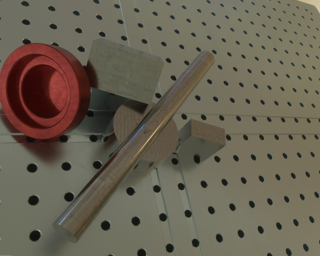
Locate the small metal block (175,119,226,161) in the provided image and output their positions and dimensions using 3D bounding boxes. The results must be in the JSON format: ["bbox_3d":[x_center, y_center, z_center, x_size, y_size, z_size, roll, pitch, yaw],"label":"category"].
[{"bbox_3d":[0.051,0.017,0.411,0.050,0.050,0.025,16,55,-20],"label":"small metal block"}]

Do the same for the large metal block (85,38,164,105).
[{"bbox_3d":[-0.043,-0.072,0.382,0.081,0.050,0.080,16,16,-8],"label":"large metal block"}]

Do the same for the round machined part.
[{"bbox_3d":[-0.118,-0.039,0.333,0.098,0.098,0.042,48,19,5],"label":"round machined part"}]

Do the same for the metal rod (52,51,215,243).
[{"bbox_3d":[-0.005,-0.007,0.346,0.025,0.025,0.301,40,51,-2],"label":"metal rod"}]

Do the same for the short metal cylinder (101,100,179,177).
[{"bbox_3d":[-0.025,0.013,0.372,0.081,0.050,0.080,14,56,-21],"label":"short metal cylinder"}]
